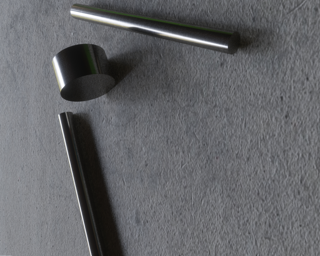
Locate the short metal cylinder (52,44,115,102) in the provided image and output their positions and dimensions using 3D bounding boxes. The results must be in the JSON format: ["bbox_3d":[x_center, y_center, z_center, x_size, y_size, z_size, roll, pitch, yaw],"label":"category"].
[{"bbox_3d":[-0.113,-0.080,0.460,0.080,0.081,0.050,-32,71,35],"label":"short metal cylinder"}]

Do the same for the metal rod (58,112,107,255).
[{"bbox_3d":[-0.121,0.115,0.501,0.025,0.025,0.299,-27,73,36],"label":"metal rod"}]

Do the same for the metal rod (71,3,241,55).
[{"bbox_3d":[-0.029,-0.143,0.426,0.300,0.025,0.025,25,106,37],"label":"metal rod"}]
